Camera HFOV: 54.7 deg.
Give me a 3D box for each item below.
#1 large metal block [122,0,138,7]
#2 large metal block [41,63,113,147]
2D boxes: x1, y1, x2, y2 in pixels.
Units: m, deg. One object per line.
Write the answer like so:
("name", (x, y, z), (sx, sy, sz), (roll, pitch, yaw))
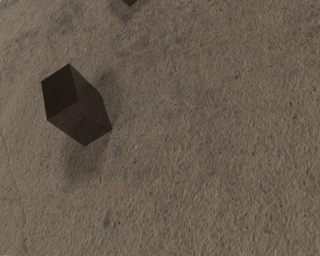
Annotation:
("large metal block", (-0.057, -0.292, 0.595), (0.080, 0.050, 0.080), (-40, 51, 0))
("large metal block", (-0.120, -0.032, 0.450), (0.050, 0.080, 0.080), (-31, 52, 8))
